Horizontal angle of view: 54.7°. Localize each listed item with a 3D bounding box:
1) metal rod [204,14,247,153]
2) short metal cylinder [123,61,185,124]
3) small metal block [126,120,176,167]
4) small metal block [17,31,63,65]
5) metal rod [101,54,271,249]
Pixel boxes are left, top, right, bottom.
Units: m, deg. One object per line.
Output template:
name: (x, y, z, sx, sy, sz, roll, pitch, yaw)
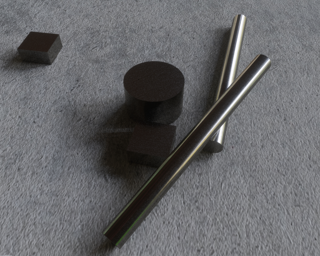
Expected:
metal rod: (0.106, -0.087, 0.476, 0.025, 0.025, 0.300, 12, 51, 10)
short metal cylinder: (-0.008, -0.047, 0.426, 0.081, 0.050, 0.080, 0, 50, 0)
small metal block: (-0.009, 0.020, 0.386, 0.050, 0.025, 0.050, 10, 51, 8)
small metal block: (-0.197, -0.133, 0.514, 0.050, 0.025, 0.050, 7, 50, 6)
metal rod: (0.046, 0.011, 0.366, 0.025, 0.025, 0.301, 32, 65, 24)
